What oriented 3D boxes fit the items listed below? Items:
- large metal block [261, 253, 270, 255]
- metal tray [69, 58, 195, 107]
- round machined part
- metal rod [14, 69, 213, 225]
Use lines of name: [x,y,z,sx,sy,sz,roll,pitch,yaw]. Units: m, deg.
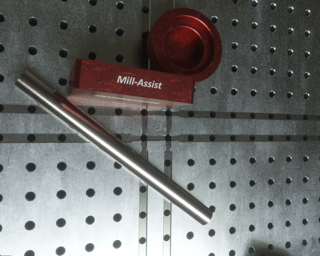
large metal block: [0.188,0.248,0.469,0.080,0.050,0.080,24,82,-19]
metal tray: [-0.036,-0.048,0.364,0.131,0.090,0.030,6,89,-20]
round machined part: [0.029,-0.104,0.412,0.099,0.042,0.097,2,85,-20]
metal rod: [-0.047,0.034,0.395,0.301,0.025,0.025,39,78,-16]
